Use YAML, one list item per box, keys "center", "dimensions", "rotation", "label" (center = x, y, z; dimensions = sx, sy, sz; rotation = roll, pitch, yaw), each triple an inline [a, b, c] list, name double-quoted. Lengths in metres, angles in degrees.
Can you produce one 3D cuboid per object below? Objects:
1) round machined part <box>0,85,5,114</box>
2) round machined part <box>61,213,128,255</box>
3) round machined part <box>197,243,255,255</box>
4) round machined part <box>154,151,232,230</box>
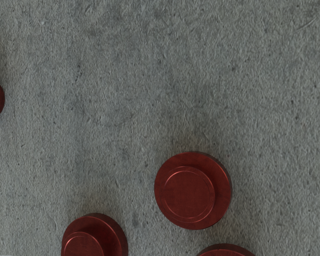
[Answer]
- center: [-0.295, -0.048, 0.504]
  dimensions: [0.098, 0.042, 0.097]
  rotation: [0, 90, 20]
  label: "round machined part"
- center: [-0.098, 0.173, 0.434]
  dimensions: [0.098, 0.042, 0.097]
  rotation: [0, 90, 20]
  label: "round machined part"
- center: [0.083, 0.186, 0.371]
  dimensions: [0.098, 0.042, 0.097]
  rotation: [0, 90, 20]
  label: "round machined part"
- center: [0.038, 0.079, 0.386]
  dimensions: [0.098, 0.042, 0.097]
  rotation: [0, 90, 20]
  label: "round machined part"
